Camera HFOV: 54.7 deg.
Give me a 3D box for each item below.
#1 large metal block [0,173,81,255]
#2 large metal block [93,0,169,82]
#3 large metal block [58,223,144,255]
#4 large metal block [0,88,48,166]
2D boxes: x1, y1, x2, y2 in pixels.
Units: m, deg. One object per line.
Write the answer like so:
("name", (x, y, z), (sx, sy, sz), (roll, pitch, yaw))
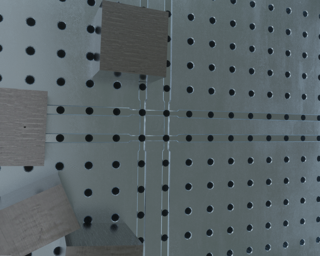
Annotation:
("large metal block", (-0.138, 0.092, 0.333), (0.081, 0.080, 0.050), (-23, 98, -19))
("large metal block", (-0.037, -0.104, 0.386), (0.081, 0.050, 0.079), (2, 89, -20))
("large metal block", (-0.072, 0.147, 0.358), (0.081, 0.080, 0.050), (7, 88, -20))
("large metal block", (-0.167, -0.001, 0.338), (0.081, 0.050, 0.079), (3, 89, -20))
